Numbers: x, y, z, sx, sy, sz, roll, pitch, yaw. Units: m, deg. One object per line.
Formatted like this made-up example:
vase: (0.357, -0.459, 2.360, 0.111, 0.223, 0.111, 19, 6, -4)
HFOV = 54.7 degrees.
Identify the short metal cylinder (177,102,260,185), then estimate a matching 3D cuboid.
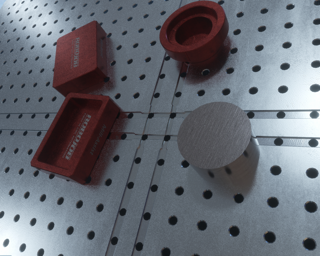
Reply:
short metal cylinder: (0.066, 0.017, 0.347, 0.080, 0.050, 0.080, -13, 56, 21)

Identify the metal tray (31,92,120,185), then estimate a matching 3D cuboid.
metal tray: (-0.126, 0.011, 0.464, 0.090, 0.030, 0.130, 9, 66, 31)

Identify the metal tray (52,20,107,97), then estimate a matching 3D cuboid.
metal tray: (-0.144, -0.127, 0.558, 0.090, 0.030, 0.130, -20, 54, 16)

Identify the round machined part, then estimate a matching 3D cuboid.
round machined part: (0.052, -0.135, 0.453, 0.098, 0.042, 0.098, -13, 56, 21)
